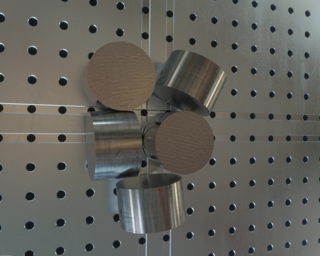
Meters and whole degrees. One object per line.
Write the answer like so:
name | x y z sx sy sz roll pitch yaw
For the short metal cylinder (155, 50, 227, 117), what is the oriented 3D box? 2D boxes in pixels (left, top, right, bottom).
short metal cylinder | 0.038 -0.056 0.397 0.080 0.080 0.050 30 80 -18

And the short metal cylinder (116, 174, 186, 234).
short metal cylinder | -0.011 0.089 0.379 0.081 0.080 0.050 -7 93 -20

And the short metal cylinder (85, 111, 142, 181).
short metal cylinder | -0.057 0.020 0.363 0.050 0.080 0.079 -3 91 -21

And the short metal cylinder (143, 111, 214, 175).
short metal cylinder | 0.023 0.018 0.408 0.081 0.050 0.079 0 91 -21

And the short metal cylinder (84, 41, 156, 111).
short metal cylinder | -0.051 -0.060 0.380 0.081 0.050 0.079 0 90 -19
